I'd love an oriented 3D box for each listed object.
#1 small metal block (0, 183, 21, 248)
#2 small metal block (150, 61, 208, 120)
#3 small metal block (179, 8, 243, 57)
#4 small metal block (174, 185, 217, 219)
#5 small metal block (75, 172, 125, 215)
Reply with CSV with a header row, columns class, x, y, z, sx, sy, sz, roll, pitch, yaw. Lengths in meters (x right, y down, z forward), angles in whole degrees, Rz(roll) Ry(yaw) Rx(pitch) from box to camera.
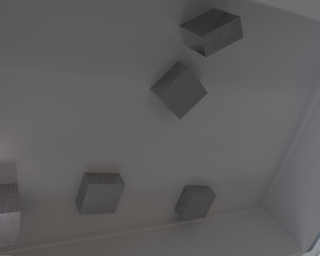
class,x,y,z,sx,sy,sz,roll,pitch,yaw
small metal block,-0.177,0.100,0.357,0.025,0.050,0.050,0,119,-29
small metal block,0.024,-0.047,0.393,0.050,0.025,0.050,-44,129,2
small metal block,0.058,-0.111,0.355,0.050,0.050,0.025,-29,128,-10
small metal block,0.059,0.124,0.517,0.050,0.025,0.050,8,114,-32
small metal block,-0.081,0.089,0.419,0.050,0.025,0.050,7,115,-32
